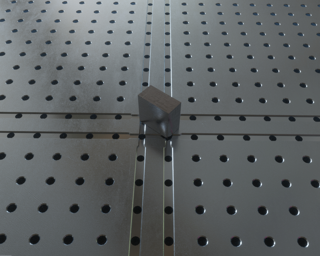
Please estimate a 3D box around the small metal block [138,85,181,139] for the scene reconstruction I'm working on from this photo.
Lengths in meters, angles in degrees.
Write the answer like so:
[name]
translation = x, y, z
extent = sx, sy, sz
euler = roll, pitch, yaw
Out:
[small metal block]
translation = -0.001, -0.021, 0.409
extent = 0.050, 0.050, 0.025
euler = 33, 57, 24
